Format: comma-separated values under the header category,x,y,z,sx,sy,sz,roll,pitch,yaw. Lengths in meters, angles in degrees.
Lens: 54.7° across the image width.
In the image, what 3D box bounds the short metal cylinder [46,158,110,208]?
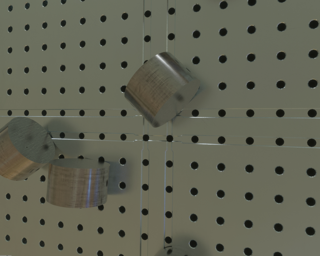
category,x,y,z,sx,sy,sz,roll,pitch,yaw
short metal cylinder,-0.111,0.072,0.422,0.080,0.080,0.050,6,92,20

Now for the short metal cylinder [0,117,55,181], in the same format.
category,x,y,z,sx,sy,sz,roll,pitch,yaw
short metal cylinder,-0.204,0.030,0.455,0.050,0.080,0.080,-34,79,17

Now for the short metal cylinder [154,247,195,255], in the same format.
category,x,y,z,sx,sy,sz,roll,pitch,yaw
short metal cylinder,0.014,0.201,0.394,0.080,0.050,0.079,0,90,20

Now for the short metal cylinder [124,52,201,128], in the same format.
category,x,y,z,sx,sy,sz,roll,pitch,yaw
short metal cylinder,0.003,-0.046,0.382,0.050,0.080,0.080,46,104,14
